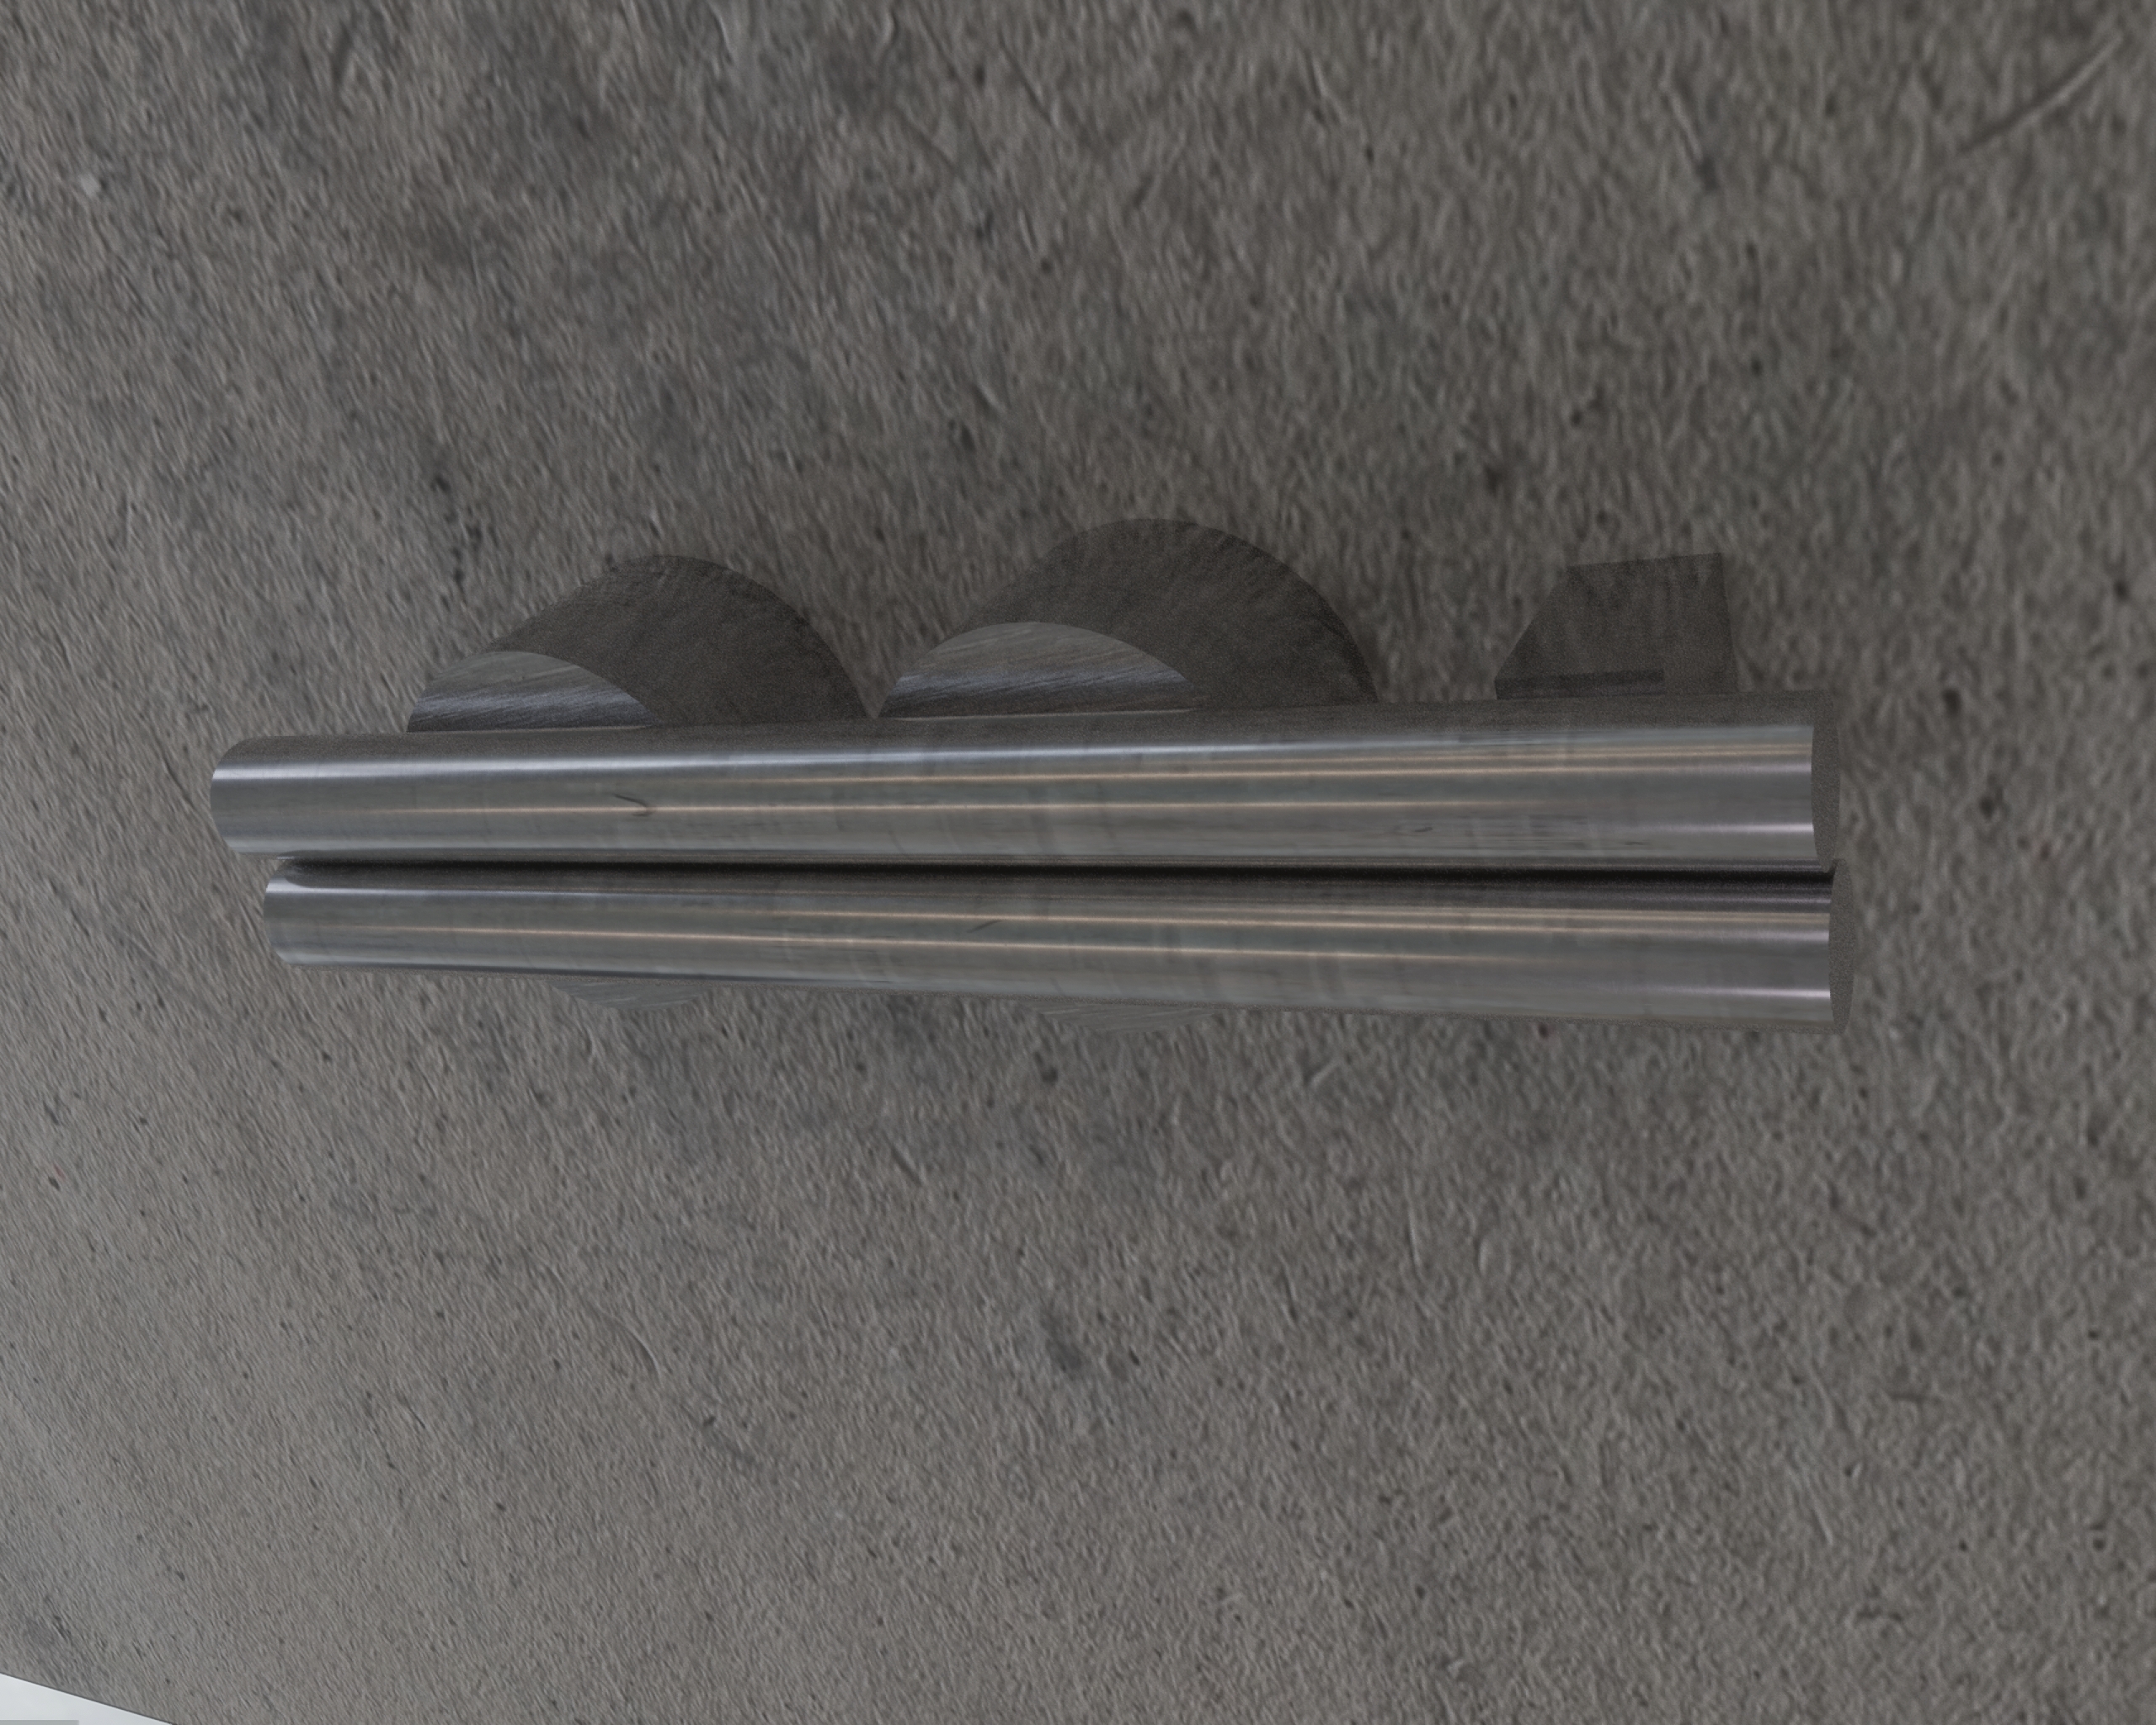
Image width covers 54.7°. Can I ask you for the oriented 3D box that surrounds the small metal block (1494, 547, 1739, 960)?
[{"bbox_3d":[0.090,-0.017,0.336,0.025,0.050,0.050,-2,117,29],"label":"small metal block"}]

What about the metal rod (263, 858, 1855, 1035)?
[{"bbox_3d":[-0.026,0.011,0.363,0.300,0.025,0.025,0,119,28],"label":"metal rod"}]

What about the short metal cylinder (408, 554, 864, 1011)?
[{"bbox_3d":[-0.089,-0.017,0.427,0.080,0.050,0.079,13,124,21],"label":"short metal cylinder"}]

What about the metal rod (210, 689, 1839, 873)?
[{"bbox_3d":[-0.032,-0.012,0.352,0.300,0.025,0.025,0,119,28],"label":"metal rod"}]

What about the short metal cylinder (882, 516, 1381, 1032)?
[{"bbox_3d":[0.010,-0.016,0.378,0.080,0.050,0.079,13,124,21],"label":"short metal cylinder"}]
